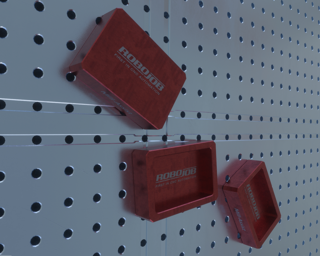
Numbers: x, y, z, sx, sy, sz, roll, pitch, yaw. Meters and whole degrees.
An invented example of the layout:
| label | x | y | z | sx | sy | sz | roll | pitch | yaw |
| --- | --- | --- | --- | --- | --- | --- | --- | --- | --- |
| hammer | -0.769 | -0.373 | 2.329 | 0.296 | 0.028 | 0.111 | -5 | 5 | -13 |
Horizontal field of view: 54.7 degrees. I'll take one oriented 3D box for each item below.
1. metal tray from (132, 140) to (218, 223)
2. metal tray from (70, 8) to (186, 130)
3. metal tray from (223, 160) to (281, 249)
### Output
| label | x | y | z | sx | sy | sz | roll | pitch | yaw |
| --- | --- | --- | --- | --- | --- | --- | --- | --- | --- |
| metal tray | 0.026 | 0.067 | 0.429 | 0.131 | 0.030 | 0.089 | -6 | 94 | -40 |
| metal tray | -0.032 | -0.067 | 0.381 | 0.130 | 0.030 | 0.090 | 39 | 66 | -33 |
| metal tray | 0.166 | 0.133 | 0.548 | 0.091 | 0.030 | 0.129 | -36 | 112 | -34 |
